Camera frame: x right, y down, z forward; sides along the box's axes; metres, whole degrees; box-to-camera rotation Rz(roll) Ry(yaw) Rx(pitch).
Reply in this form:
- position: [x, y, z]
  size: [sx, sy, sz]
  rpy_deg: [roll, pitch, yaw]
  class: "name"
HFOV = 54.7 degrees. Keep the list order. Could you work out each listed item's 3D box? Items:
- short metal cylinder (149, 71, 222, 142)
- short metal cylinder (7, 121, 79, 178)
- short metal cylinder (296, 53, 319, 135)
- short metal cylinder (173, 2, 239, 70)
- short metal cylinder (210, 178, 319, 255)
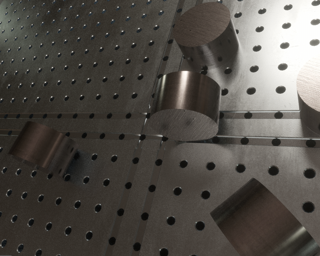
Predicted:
- position: [0.031, -0.023, 0.370]
  size: [0.080, 0.080, 0.050]
  rpy_deg: [-4, 60, 26]
  class: "short metal cylinder"
- position: [-0.163, 0.032, 0.437]
  size: [0.080, 0.080, 0.050]
  rpy_deg: [10, 67, 32]
  class: "short metal cylinder"
- position: [0.185, -0.035, 0.316]
  size: [0.080, 0.050, 0.080]
  rpy_deg: [-13, 57, 20]
  class: "short metal cylinder"
- position: [0.065, -0.129, 0.436]
  size: [0.080, 0.050, 0.080]
  rpy_deg: [-13, 56, 20]
  class: "short metal cylinder"
- position: [0.090, 0.091, 0.270]
  size: [0.050, 0.080, 0.080]
  rpy_deg: [-40, 51, 1]
  class: "short metal cylinder"
